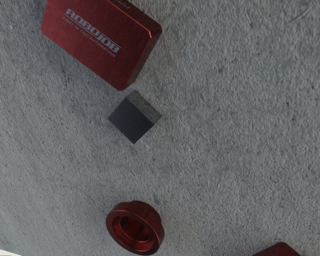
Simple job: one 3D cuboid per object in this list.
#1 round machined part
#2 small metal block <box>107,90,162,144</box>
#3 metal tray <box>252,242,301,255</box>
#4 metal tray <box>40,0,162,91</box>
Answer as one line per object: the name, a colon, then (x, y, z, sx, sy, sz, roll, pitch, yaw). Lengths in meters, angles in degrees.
round machined part: (-0.037, 0.160, 0.512, 0.098, 0.042, 0.097, 13, 124, 20)
small metal block: (-0.034, -0.014, 0.415, 0.050, 0.025, 0.050, 44, 129, -3)
metal tray: (0.166, 0.229, 0.457, 0.090, 0.030, 0.129, 40, 129, 0)
metal tray: (-0.073, -0.117, 0.368, 0.130, 0.030, 0.089, 37, 129, 2)
